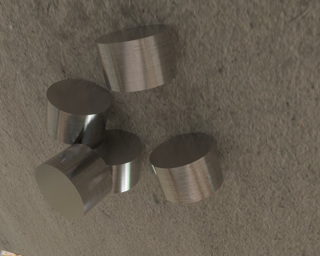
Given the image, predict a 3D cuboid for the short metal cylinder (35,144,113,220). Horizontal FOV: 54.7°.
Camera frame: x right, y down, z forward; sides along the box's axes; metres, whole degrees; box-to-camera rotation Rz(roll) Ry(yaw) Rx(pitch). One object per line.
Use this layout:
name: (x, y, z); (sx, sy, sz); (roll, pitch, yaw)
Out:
short metal cylinder: (-0.106, 0.066, 0.384); (0.080, 0.050, 0.079); (18, 125, 27)

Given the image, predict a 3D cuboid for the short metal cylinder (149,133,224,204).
short metal cylinder: (0.033, 0.047, 0.382); (0.080, 0.080, 0.050); (-6, 116, 30)

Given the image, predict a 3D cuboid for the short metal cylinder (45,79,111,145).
short metal cylinder: (-0.109, -0.022, 0.413); (0.080, 0.080, 0.050); (27, 128, 11)

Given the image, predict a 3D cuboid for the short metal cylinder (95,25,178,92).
short metal cylinder: (-0.024, -0.077, 0.335); (0.080, 0.080, 0.050); (3, 120, 26)

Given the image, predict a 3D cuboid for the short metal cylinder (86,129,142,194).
short metal cylinder: (-0.066, 0.045, 0.432); (0.080, 0.080, 0.050); (18, 125, 17)
